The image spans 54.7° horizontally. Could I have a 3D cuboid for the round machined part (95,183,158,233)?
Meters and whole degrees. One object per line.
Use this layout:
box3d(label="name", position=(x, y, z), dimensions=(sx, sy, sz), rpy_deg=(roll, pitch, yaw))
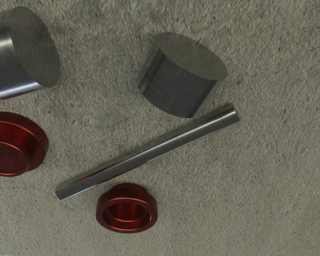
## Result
box3d(label="round machined part", position=(-0.053, 0.127, 0.503), dimensions=(0.099, 0.042, 0.097), rpy_deg=(-1, 130, 0))

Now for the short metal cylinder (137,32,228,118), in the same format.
box3d(label="short metal cylinder", position=(0.022, -0.056, 0.324), dimensions=(0.081, 0.080, 0.050), rpy_deg=(19, 127, -16))

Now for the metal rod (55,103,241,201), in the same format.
box3d(label="metal rod", position=(-0.030, 0.042, 0.442), dimensions=(0.300, 0.025, 0.025), rpy_deg=(-26, 126, 20))

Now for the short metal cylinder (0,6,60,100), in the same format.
box3d(label="short metal cylinder", position=(-0.144, -0.073, 0.307), dimensions=(0.050, 0.080, 0.080), rpy_deg=(-13, 129, 10))

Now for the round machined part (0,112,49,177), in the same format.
box3d(label="round machined part", position=(-0.206, 0.029, 0.417), dimensions=(0.099, 0.042, 0.097), rpy_deg=(-1, 130, 0))
